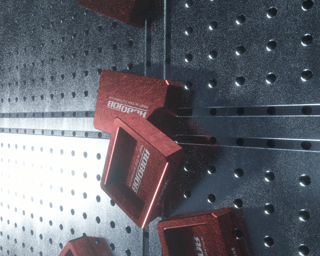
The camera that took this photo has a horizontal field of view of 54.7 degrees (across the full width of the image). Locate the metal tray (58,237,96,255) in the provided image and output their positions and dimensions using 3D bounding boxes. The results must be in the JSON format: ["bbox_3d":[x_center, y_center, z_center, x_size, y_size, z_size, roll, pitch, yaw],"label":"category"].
[{"bbox_3d":[-0.125,0.258,0.506,0.130,0.030,0.090,50,119,28],"label":"metal tray"}]

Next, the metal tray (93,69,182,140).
[{"bbox_3d":[-0.036,-0.029,0.434,0.130,0.030,0.089,17,101,38],"label":"metal tray"}]

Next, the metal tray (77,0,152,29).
[{"bbox_3d":[-0.064,-0.210,0.457,0.130,0.030,0.089,32,110,35],"label":"metal tray"}]

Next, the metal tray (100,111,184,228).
[{"bbox_3d":[-0.029,0.055,0.399,0.090,0.030,0.129,38,129,26],"label":"metal tray"}]

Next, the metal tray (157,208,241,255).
[{"bbox_3d":[0.052,0.167,0.361,0.090,0.030,0.129,-22,76,37],"label":"metal tray"}]
